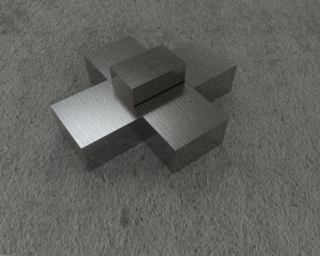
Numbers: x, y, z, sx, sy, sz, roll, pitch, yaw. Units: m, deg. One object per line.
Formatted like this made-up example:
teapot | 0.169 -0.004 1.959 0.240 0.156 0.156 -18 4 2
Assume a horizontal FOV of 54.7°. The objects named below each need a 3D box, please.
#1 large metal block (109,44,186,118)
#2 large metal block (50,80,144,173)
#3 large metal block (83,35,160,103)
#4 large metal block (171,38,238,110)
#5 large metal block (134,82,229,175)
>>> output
large metal block | -0.015 -0.053 0.413 0.081 0.080 0.050 -30 56 -23
large metal block | -0.077 -0.005 0.390 0.081 0.050 0.080 -30 56 -23
large metal block | -0.053 -0.083 0.457 0.081 0.050 0.080 -30 56 -23
large metal block | 0.051 -0.079 0.454 0.081 0.050 0.080 -30 56 -23
large metal block | 0.025 -0.002 0.390 0.081 0.050 0.080 -30 56 -23
